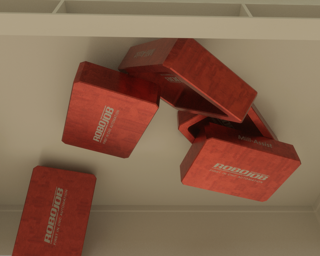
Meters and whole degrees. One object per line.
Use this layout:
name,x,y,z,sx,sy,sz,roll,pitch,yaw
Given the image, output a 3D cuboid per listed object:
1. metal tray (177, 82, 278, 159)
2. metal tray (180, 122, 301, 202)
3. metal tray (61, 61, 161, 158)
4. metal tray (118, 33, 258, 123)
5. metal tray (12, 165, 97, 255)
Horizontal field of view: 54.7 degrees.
metal tray,0.095,0.008,0.414,0.090,0.030,0.130,-30,125,22
metal tray,0.103,0.049,0.409,0.131,0.030,0.089,15,129,-13
metal tray,-0.063,-0.014,0.371,0.091,0.030,0.129,16,144,-14
metal tray,0.020,-0.047,0.306,0.090,0.130,0.030,32,85,-25
metal tray,-0.150,0.126,0.452,0.091,0.129,0.030,11,168,-10
